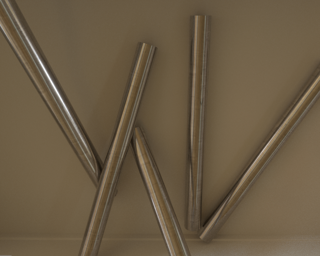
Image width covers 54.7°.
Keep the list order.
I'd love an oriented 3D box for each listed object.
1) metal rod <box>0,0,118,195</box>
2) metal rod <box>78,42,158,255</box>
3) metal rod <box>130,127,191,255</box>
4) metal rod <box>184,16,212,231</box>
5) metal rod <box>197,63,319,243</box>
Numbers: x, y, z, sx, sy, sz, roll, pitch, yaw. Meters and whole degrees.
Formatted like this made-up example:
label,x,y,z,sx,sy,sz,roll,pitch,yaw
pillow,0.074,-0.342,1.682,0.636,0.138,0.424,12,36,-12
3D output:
label,x,y,z,sx,sy,sz,roll,pitch,yaw
metal rod,-0.111,-0.018,0.355,0.025,0.025,0.299,-15,128,5
metal rod,-0.058,0.040,0.398,0.025,0.025,0.298,16,99,-6
metal rod,0.018,0.139,0.381,0.025,0.025,0.299,-23,77,8
metal rod,0.048,0.008,0.414,0.025,0.025,0.298,0,110,0
metal rod,0.141,0.043,0.429,0.025,0.025,0.298,28,107,-10
